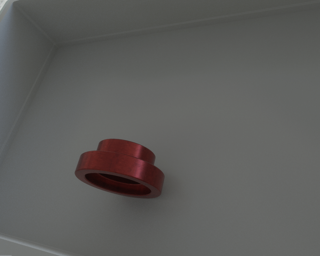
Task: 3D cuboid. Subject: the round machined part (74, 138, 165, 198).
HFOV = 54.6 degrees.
[{"bbox_3d":[-0.043,0.045,0.355,0.098,0.098,0.042,-2,61,27],"label":"round machined part"}]
